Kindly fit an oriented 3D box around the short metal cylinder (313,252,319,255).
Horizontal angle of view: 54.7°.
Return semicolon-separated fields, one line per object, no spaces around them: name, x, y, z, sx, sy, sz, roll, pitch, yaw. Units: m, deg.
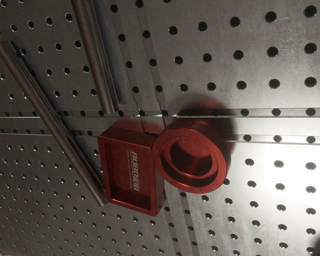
short metal cylinder;0.235;0.205;0.398;0.080;0.050;0.079;13;124;20

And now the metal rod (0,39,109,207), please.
metal rod;-0.163;0.002;0.496;0.025;0.025;0.299;-17;110;34

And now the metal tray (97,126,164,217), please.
metal tray;-0.042;0.067;0.469;0.090;0.030;0.129;12;124;21

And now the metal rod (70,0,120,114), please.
metal rod;-0.093;-0.156;0.362;0.025;0.025;0.298;3;120;26

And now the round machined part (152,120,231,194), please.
round machined part;0.043;0.033;0.397;0.098;0.042;0.097;13;124;20
